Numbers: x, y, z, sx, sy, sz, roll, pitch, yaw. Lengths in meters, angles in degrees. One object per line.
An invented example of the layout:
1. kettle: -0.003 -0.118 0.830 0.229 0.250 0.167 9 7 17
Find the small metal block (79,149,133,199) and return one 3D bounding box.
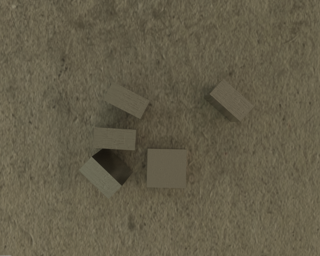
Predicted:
1. small metal block: -0.067 0.055 0.394 0.050 0.050 0.025 44 106 -1

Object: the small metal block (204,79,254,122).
1. small metal block: 0.087 -0.034 0.399 0.050 0.050 0.025 42 90 -1

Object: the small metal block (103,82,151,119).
1. small metal block: -0.040 -0.033 0.397 0.050 0.050 0.025 27 90 -1

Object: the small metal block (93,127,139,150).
1. small metal block: -0.055 0.013 0.397 0.050 0.050 0.025 4 90 -1

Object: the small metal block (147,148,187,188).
1. small metal block: 0.009 0.052 0.410 0.050 0.025 0.050 1 90 -1
